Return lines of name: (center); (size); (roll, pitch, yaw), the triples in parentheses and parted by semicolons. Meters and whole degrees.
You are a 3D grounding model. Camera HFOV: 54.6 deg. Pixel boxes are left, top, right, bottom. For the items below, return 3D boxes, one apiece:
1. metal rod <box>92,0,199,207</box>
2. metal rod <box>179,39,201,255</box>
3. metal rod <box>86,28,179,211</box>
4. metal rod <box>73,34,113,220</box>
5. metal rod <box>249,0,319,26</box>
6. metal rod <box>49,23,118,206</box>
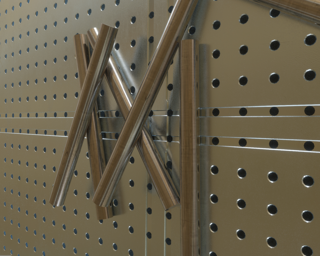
metal rod: (-0.021, -0.033, 0.402); (0.025, 0.025, 0.299); (31, 101, 36)
metal rod: (0.037, 0.044, 0.379); (0.025, 0.025, 0.298); (-1, 90, 40)
metal rod: (-0.044, -0.026, 0.446); (0.025, 0.025, 0.299); (-40, 66, 33)
metal rod: (-0.109, -0.006, 0.500); (0.025, 0.025, 0.299); (-16, 80, 39)
metal rod: (0.111, -0.138, 0.317); (0.300, 0.025, 0.025); (38, 114, 33)
metal rod: (-0.122, -0.010, 0.477); (0.025, 0.025, 0.298); (33, 111, 35)
